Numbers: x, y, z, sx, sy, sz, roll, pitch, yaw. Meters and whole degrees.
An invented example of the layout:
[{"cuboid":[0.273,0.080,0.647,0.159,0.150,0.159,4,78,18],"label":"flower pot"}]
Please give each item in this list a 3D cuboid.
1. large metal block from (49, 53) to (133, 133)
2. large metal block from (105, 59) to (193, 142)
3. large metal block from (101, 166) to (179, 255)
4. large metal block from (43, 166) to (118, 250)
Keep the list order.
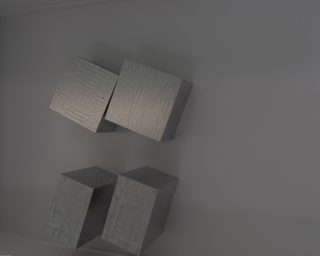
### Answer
[{"cuboid":[-0.093,-0.047,0.430,0.080,0.050,0.080,27,99,18],"label":"large metal block"},{"cuboid":[-0.013,-0.035,0.402,0.080,0.050,0.080,22,97,18],"label":"large metal block"},{"cuboid":[-0.022,0.098,0.389,0.050,0.080,0.080,18,96,19],"label":"large metal block"},{"cuboid":[-0.099,0.102,0.416,0.050,0.080,0.080,20,97,19],"label":"large metal block"}]
